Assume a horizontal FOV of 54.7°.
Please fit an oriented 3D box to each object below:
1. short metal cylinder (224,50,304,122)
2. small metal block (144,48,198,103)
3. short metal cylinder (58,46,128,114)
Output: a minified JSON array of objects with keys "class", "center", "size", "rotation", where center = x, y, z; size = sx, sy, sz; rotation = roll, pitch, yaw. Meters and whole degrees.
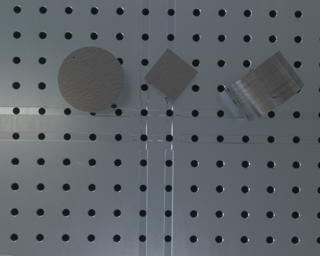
[{"class":"short metal cylinder","center":[0.128,-0.052,0.387],"size":[0.080,0.080,0.050],"rotation":[-36,90,0]},{"class":"small metal block","center":[0.014,-0.069,0.413],"size":[0.050,0.025,0.050],"rotation":[38,90,0]},{"class":"short metal cylinder","center":[-0.084,-0.059,0.400],"size":[0.081,0.050,0.079],"rotation":[0,90,0]}]
